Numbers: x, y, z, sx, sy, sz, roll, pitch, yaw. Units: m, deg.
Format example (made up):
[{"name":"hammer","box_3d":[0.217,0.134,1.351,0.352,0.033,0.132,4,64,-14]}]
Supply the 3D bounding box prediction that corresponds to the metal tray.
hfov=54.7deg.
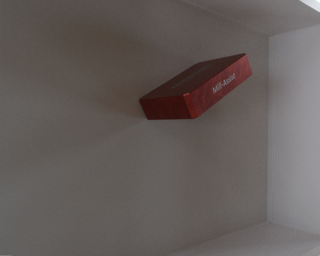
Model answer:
[{"name":"metal tray","box_3d":[0.048,-0.055,0.406,0.131,0.090,0.030,-36,113,-34]}]
